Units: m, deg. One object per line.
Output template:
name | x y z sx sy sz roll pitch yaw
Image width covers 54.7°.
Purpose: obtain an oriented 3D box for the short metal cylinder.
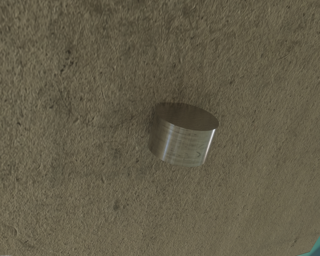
short metal cylinder | 0.029 0.006 0.394 0.081 0.080 0.050 -1 119 -28
